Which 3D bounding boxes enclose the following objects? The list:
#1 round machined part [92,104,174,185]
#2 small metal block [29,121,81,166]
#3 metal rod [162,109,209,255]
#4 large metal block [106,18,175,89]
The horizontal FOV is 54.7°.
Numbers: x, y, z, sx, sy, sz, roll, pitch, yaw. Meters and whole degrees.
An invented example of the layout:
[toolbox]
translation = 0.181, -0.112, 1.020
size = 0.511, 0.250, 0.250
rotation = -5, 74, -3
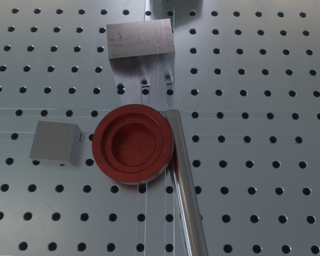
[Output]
[round machined part]
translation = -0.031, 0.022, 0.389
size = 0.098, 0.042, 0.098
rotation = -2, 72, 8
[small metal block]
translation = -0.135, 0.020, 0.403
size = 0.050, 0.025, 0.050
rotation = 5, 70, 2
[metal rod]
translation = 0.038, 0.118, 0.368
size = 0.025, 0.025, 0.299
rotation = -9, 70, -3
[large metal block]
translation = -0.024, -0.097, 0.418
size = 0.081, 0.080, 0.050
rotation = -7, 70, -3
